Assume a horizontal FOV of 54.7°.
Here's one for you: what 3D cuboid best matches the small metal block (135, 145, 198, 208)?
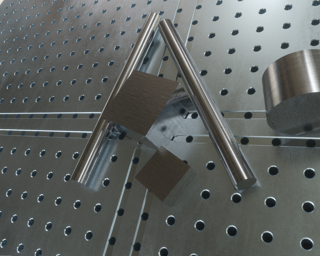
[{"bbox_3d":[0.007,0.057,0.368,0.050,0.025,0.050,34,80,38],"label":"small metal block"}]

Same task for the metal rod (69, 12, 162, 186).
[{"bbox_3d":[-0.059,-0.056,0.472,0.025,0.025,0.300,8,65,31],"label":"metal rod"}]

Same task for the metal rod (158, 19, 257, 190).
[{"bbox_3d":[0.049,-0.054,0.414,0.025,0.025,0.299,-28,52,10],"label":"metal rod"}]

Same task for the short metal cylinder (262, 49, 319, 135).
[{"bbox_3d":[0.148,-0.034,0.316,0.080,0.080,0.050,-9,58,23],"label":"short metal cylinder"}]

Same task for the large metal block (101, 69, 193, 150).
[{"bbox_3d":[-0.016,-0.024,0.414,0.080,0.050,0.080,22,74,36],"label":"large metal block"}]
